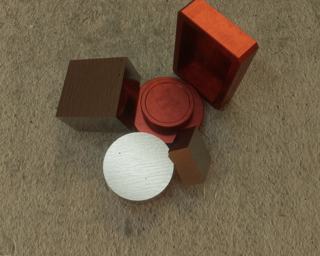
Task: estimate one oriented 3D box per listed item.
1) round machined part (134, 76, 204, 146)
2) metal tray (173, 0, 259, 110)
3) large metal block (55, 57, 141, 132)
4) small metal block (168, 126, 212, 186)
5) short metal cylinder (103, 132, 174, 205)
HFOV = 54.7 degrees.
[{"bbox_3d":[0.009,-0.026,0.411,0.099,0.042,0.098,0,70,-1],"label":"round machined part"},{"bbox_3d":[0.060,-0.084,0.384,0.030,0.130,0.090,-43,76,-14],"label":"metal tray"},{"bbox_3d":[-0.076,-0.041,0.397,0.080,0.050,0.080,1,69,18],"label":"large metal block"},{"bbox_3d":[0.037,0.033,0.373,0.025,0.050,0.050,-17,112,26],"label":"small metal block"},{"bbox_3d":[-0.025,0.051,0.378,0.081,0.050,0.080,0,70,0],"label":"short metal cylinder"}]
